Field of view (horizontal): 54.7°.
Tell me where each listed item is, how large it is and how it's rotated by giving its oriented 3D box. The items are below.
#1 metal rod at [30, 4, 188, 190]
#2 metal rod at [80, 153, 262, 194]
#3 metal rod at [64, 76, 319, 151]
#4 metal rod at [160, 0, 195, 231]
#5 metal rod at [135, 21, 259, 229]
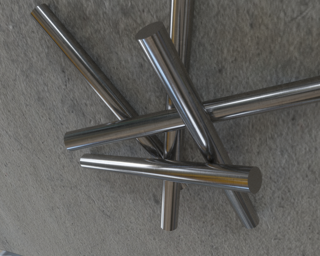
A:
[{"bbox_3d":[-0.059,-0.035,0.414,0.025,0.025,0.300,-33,100,38],"label":"metal rod"},{"bbox_3d":[-0.016,0.051,0.392,0.300,0.025,0.025,-2,119,47],"label":"metal rod"},{"bbox_3d":[0.030,-0.012,0.337,0.301,0.025,0.025,-12,113,17],"label":"metal rod"},{"bbox_3d":[0.018,0.003,0.377,0.025,0.025,0.298,13,117,21],"label":"metal rod"},{"bbox_3d":[0.057,0.024,0.333,0.025,0.025,0.299,-7,133,31],"label":"metal rod"}]
